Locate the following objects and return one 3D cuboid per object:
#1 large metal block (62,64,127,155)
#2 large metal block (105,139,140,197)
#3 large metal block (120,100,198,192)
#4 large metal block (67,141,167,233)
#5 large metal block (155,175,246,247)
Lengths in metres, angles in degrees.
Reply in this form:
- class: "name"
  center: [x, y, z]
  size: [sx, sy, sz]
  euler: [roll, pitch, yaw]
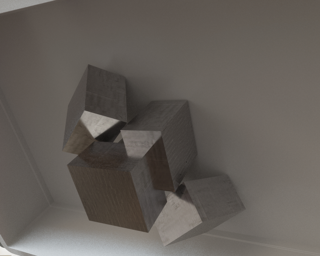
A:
- class: "large metal block"
  center: [-0.083, -0.019, 0.394]
  size: [0.050, 0.080, 0.080]
  euler: [17, 134, -26]
- class: "large metal block"
  center: [-0.032, 0.061, 0.426]
  size: [0.050, 0.080, 0.080]
  euler: [1, 119, 27]
- class: "large metal block"
  center: [0.003, 0.019, 0.380]
  size: [0.050, 0.080, 0.080]
  euler: [1, 119, 27]
- class: "large metal block"
  center: [-0.046, 0.064, 0.350]
  size: [0.080, 0.050, 0.080]
  euler: [2, 119, 27]
- class: "large metal block"
  center: [0.048, 0.106, 0.402]
  size: [0.080, 0.081, 0.050]
  euler: [-48, 55, 39]
